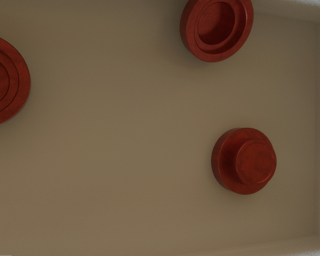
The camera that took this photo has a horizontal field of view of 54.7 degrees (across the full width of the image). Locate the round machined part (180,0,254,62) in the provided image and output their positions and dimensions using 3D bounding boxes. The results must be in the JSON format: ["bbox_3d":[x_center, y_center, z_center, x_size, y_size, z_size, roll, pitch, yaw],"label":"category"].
[{"bbox_3d":[0.071,-0.141,0.412,0.099,0.042,0.097,-13,127,-17],"label":"round machined part"}]

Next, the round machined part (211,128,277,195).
[{"bbox_3d":[0.128,0.048,0.448,0.099,0.042,0.097,0,90,-20],"label":"round machined part"}]

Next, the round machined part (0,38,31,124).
[{"bbox_3d":[-0.191,-0.049,0.331,0.099,0.042,0.097,0,90,-20],"label":"round machined part"}]
